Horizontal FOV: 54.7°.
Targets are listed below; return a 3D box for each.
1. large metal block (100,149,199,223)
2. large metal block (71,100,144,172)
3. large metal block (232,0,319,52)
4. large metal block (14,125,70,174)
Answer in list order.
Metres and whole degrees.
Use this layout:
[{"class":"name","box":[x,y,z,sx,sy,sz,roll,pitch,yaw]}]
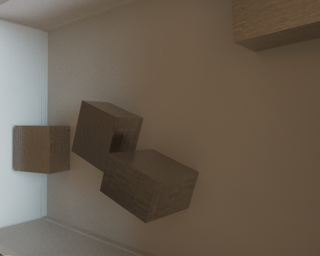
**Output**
[{"class":"large metal block","box":[-0.013,0.066,0.382,0.080,0.081,0.050,23,105,37]},{"class":"large metal block","box":[-0.079,0.010,0.456,0.080,0.050,0.079,25,105,37]},{"class":"large metal block","box":[0.116,-0.125,0.294,0.080,0.050,0.080,-4,87,40]},{"class":"large metal block","box":[-0.209,0.036,0.550,0.080,0.050,0.080,1,91,24]}]
